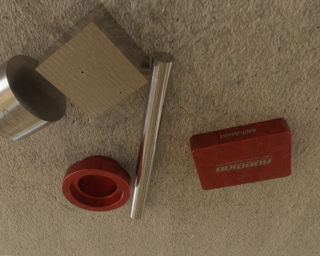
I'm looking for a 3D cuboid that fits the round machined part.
[{"bbox_3d":[-0.092,0.079,0.462,0.099,0.042,0.097,-1,130,0],"label":"round machined part"}]

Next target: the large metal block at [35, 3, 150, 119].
[{"bbox_3d":[-0.068,-0.069,0.331,0.080,0.050,0.080,-30,124,23],"label":"large metal block"}]

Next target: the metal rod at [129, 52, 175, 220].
[{"bbox_3d":[-0.018,0.034,0.436,0.025,0.025,0.298,6,130,-6],"label":"metal rod"}]

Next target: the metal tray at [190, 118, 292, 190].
[{"bbox_3d":[0.115,0.040,0.440,0.131,0.030,0.090,-12,130,9],"label":"metal tray"}]

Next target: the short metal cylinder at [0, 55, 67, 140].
[{"bbox_3d":[-0.151,-0.033,0.341,0.050,0.080,0.080,-26,126,20],"label":"short metal cylinder"}]
